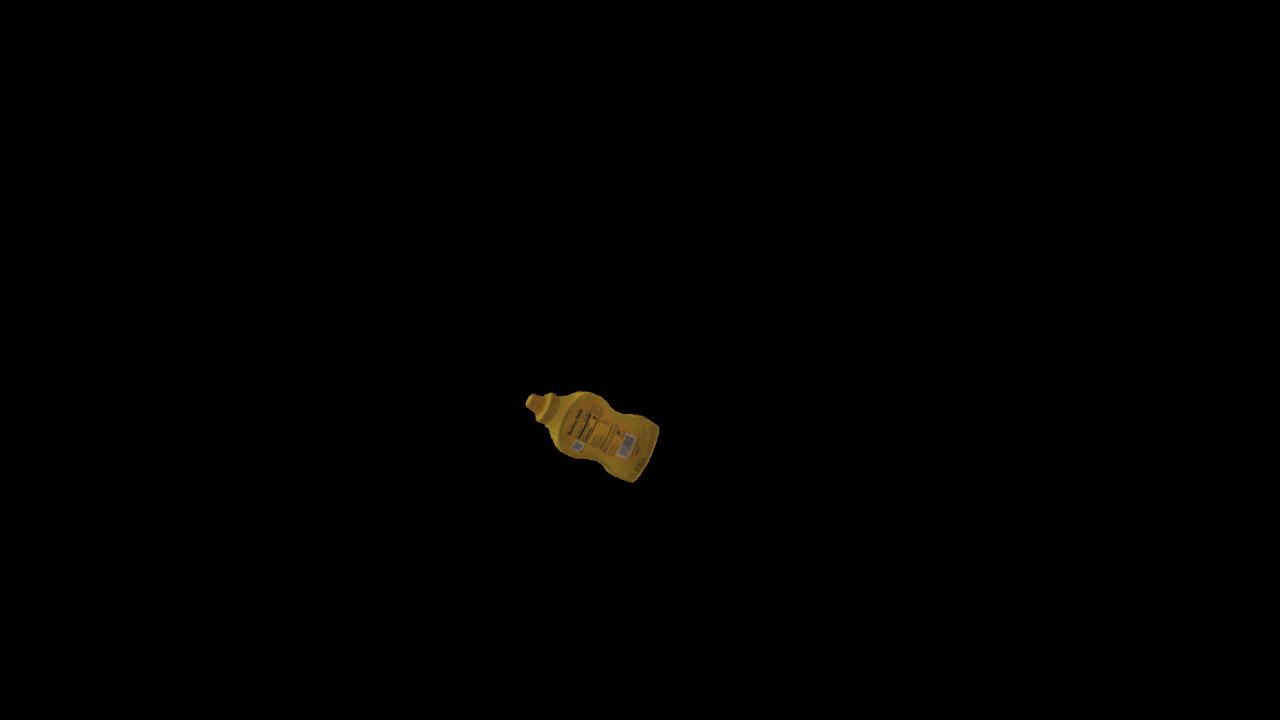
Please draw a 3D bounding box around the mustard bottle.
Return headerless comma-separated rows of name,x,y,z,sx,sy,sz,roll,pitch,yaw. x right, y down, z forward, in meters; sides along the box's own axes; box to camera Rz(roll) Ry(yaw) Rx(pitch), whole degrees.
mustard bottle,-0.069,0.090,0.821,0.184,0.092,0.054,28,0,-22
